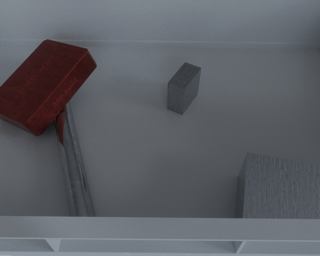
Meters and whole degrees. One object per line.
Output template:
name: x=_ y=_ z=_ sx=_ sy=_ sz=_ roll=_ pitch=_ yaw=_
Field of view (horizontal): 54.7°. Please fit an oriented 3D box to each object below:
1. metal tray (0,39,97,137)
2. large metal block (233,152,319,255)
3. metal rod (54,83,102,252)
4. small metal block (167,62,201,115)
metal tray: x=-0.159 y=-0.060 z=0.421 sx=0.090 sy=0.030 sz=0.130 roll=20 pitch=65 yaw=29
large metal block: x=0.125 y=0.079 z=0.324 sx=0.080 sy=0.050 sz=0.080 roll=10 pitch=51 yaw=8
metal rod: x=-0.119 y=0.008 z=0.396 sx=0.025 sy=0.025 sz=0.299 roll=-15 pitch=52 yaw=-12
small metal block: x=0.034 y=-0.055 z=0.436 sx=0.025 sy=0.050 sz=0.050 roll=24 pitch=54 yaw=18
